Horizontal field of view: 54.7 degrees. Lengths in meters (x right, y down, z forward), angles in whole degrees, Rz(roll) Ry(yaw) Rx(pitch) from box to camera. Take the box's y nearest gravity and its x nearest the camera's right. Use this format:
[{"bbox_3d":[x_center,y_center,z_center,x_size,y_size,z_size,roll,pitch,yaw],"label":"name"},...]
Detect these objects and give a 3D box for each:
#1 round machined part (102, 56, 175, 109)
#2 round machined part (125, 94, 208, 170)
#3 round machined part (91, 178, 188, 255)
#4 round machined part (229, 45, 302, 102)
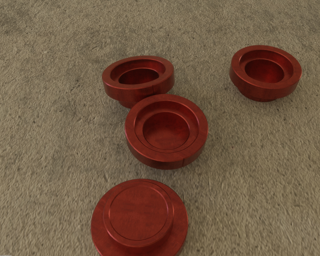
[{"bbox_3d":[-0.028,-0.062,0.434,0.099,0.042,0.098,-4,37,3],"label":"round machined part"},{"bbox_3d":[0.007,0.008,0.381,0.099,0.042,0.098,1,55,-1],"label":"round machined part"},{"bbox_3d":[-0.020,0.093,0.314,0.099,0.042,0.098,0,50,0],"label":"round machined part"},{"bbox_3d":[0.152,-0.076,0.457,0.099,0.042,0.098,0,50,0],"label":"round machined part"}]
